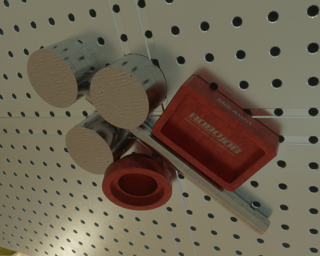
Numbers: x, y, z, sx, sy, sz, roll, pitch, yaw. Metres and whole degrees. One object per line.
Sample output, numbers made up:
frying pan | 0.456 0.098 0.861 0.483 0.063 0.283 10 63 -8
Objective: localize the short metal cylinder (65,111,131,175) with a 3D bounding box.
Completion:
short metal cylinder | -0.090 0.021 0.455 0.080 0.050 0.079 13 124 21

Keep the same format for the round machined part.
round machined part | -0.031 0.074 0.449 0.099 0.042 0.097 2 132 2

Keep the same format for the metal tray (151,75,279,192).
metal tray | 0.064 0.009 0.379 0.130 0.030 0.089 37 130 3

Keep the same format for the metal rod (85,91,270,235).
metal rod | 0.023 0.043 0.426 0.300 0.025 0.025 38 129 2

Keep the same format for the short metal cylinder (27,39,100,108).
short metal cylinder | -0.129 -0.074 0.418 0.080 0.050 0.079 13 124 21

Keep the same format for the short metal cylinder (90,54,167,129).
short metal cylinder | -0.039 -0.046 0.386 0.080 0.050 0.079 13 124 21
